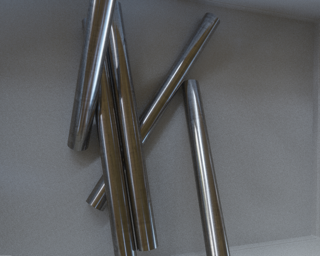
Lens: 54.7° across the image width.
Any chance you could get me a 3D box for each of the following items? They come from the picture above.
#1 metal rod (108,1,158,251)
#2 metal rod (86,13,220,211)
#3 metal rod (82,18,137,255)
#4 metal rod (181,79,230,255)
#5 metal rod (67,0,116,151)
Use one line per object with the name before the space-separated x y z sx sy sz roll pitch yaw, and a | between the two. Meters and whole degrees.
metal rod | -0.038 -0.007 0.375 0.025 0.025 0.298 -7 84 -20
metal rod | -0.003 -0.029 0.410 0.025 0.025 0.300 35 78 -17
metal rod | -0.060 0.016 0.368 0.025 0.025 0.298 -7 85 -20
metal rod | 0.056 0.073 0.363 0.025 0.025 0.299 5 62 -20
metal rod | -0.061 -0.106 0.310 0.025 0.025 0.298 6 119 -20
